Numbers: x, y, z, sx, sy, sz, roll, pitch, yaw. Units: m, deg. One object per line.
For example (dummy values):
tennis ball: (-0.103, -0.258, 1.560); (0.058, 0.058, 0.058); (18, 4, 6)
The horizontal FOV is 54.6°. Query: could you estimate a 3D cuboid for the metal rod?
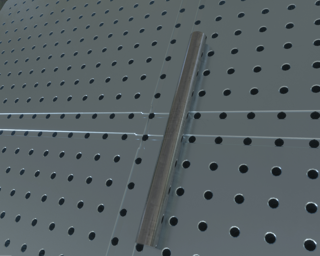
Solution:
metal rod: (0.021, -0.003, 0.400); (0.025, 0.025, 0.300); (1, 62, 29)
